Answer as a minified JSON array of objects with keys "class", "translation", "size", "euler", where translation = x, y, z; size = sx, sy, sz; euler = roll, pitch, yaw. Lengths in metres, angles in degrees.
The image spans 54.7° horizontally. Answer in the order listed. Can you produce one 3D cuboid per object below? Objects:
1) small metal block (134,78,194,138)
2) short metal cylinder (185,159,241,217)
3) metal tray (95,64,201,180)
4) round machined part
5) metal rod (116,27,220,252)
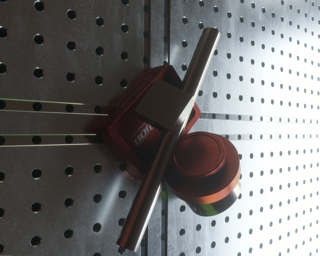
[{"class":"small metal block","translation":[0.006,-0.024,0.371],"size":[0.050,0.050,0.025],"euler":[-56,161,-14]},{"class":"short metal cylinder","translation":[0.064,0.074,0.428],"size":[0.080,0.080,0.050],"euler":[-51,121,-28]},{"class":"metal tray","translation":[-0.009,-0.009,0.399],"size":[0.130,0.030,0.090],"euler":[-51,120,-28]},{"class":"round machined part","translation":[0.051,0.043,0.393],"size":[0.098,0.098,0.042],"euler":[-54,144,-27]},{"class":"metal rod","translation":[0.017,0.000,0.386],"size":[0.025,0.025,0.300],"euler":[35,68,-35]}]
